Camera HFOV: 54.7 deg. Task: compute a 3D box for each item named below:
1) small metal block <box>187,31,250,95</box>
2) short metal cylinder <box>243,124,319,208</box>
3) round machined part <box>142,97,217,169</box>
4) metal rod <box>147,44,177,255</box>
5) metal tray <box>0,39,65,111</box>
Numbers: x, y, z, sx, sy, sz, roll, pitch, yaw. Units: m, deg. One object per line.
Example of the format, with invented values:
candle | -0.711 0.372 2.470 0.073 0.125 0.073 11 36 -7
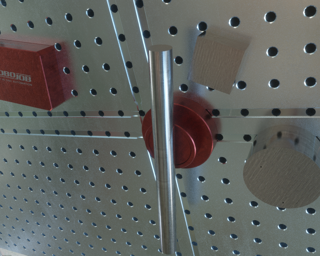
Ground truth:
small metal block | 0.062 -0.071 0.334 0.050 0.025 0.050 22 127 14
short metal cylinder | 0.139 0.043 0.348 0.080 0.050 0.079 13 124 20
round machined part | 0.020 0.013 0.397 0.098 0.042 0.097 13 124 20
metal rod | 0.006 0.049 0.382 0.025 0.025 0.298 11 123 22
metal tray | -0.212 -0.082 0.466 0.130 0.030 0.089 12 124 21
